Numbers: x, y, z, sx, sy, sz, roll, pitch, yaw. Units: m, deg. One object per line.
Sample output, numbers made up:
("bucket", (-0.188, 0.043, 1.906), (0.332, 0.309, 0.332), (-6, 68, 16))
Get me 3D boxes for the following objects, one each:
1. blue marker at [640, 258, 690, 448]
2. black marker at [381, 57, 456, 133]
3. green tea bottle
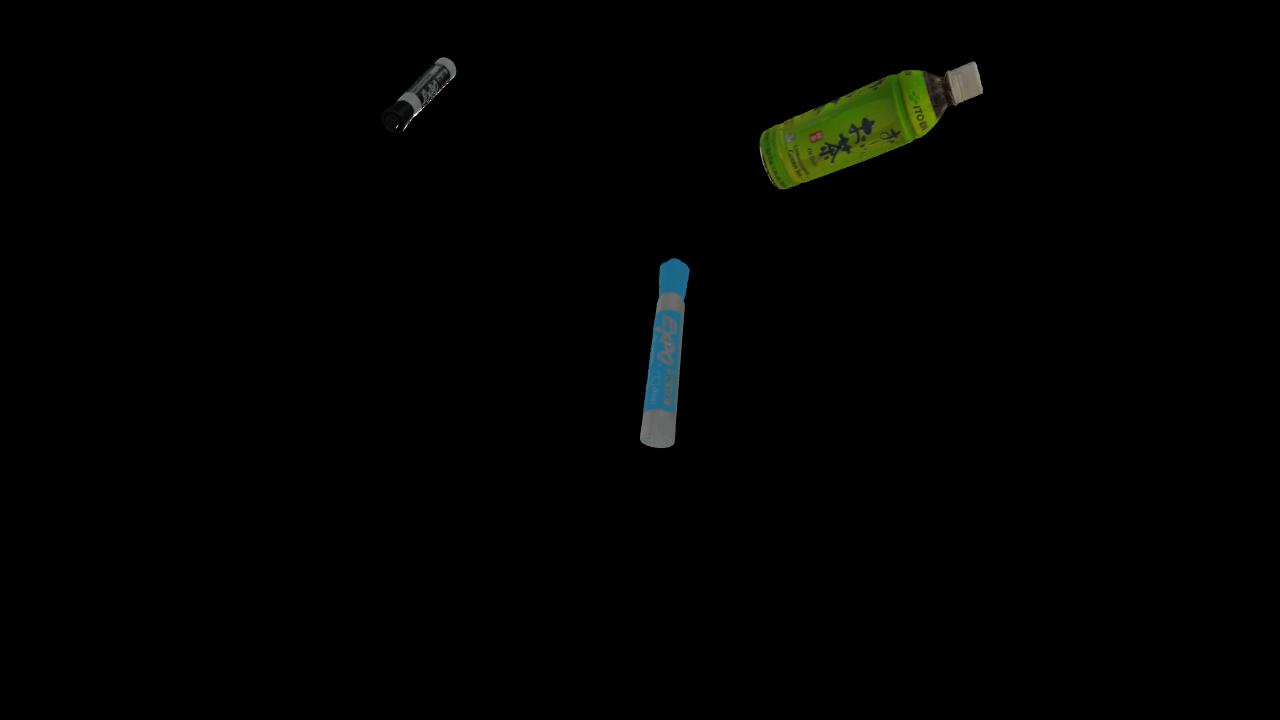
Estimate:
("blue marker", (0.016, -0.009, 0.356), (0.020, 0.121, 0.020), (5, -29, 3))
("black marker", (-0.183, -0.222, 0.513), (0.020, 0.020, 0.121), (0, 44, 11))
("green tea bottle", (0.232, -0.244, 0.634), (0.212, 0.073, 0.073), (-15, -8, 32))
